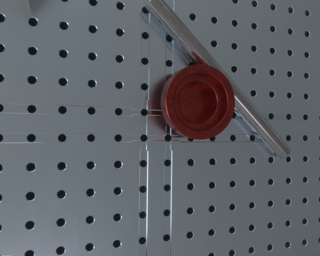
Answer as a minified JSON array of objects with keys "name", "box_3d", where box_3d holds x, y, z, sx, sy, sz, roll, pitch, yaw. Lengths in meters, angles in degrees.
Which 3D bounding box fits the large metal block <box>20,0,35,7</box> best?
[{"name":"large metal block","box_3d":[-0.158,-0.199,0.341,0.080,0.050,0.080,34,79,-17]}]

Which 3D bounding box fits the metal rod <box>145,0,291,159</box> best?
[{"name":"metal rod","box_3d":[0.091,-0.064,0.445,0.300,0.025,0.025,45,76,-15]}]

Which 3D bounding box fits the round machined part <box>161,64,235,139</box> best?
[{"name":"round machined part","box_3d":[0.047,-0.034,0.419,0.099,0.042,0.097,-1,92,-18]}]
